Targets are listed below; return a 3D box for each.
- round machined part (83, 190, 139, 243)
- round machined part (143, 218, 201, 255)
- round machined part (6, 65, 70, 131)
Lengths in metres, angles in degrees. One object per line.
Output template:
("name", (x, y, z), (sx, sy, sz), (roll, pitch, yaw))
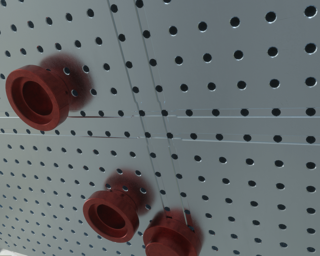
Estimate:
("round machined part", (-0.078, 0.145, 0.529), (0.098, 0.042, 0.097), (13, 124, 20))
("round machined part", (0.015, 0.200, 0.515), (0.098, 0.042, 0.097), (13, 124, 20))
("round machined part", (-0.175, -0.047, 0.461), (0.098, 0.042, 0.097), (13, 124, 20))
